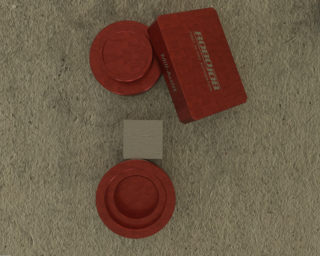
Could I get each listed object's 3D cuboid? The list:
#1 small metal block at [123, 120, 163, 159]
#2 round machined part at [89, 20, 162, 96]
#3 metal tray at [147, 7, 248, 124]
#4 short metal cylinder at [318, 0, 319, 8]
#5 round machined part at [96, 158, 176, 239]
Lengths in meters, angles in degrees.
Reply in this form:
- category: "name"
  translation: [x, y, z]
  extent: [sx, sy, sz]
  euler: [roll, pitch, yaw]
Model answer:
- category: "small metal block"
  translation: [-0.022, 0.015, 0.409]
  extent: [0.050, 0.025, 0.050]
  euler: [1, 89, -1]
- category: "round machined part"
  translation: [-0.043, -0.091, 0.401]
  extent: [0.099, 0.042, 0.097]
  euler: [0, 90, -1]
- category: "metal tray"
  translation: [0.048, -0.079, 0.389]
  extent: [0.091, 0.030, 0.129]
  euler: [-20, 90, -27]
- category: "short metal cylinder"
  translation: [0.246, -0.159, 0.386]
  extent: [0.080, 0.080, 0.050]
  euler: [-17, 90, 0]
- category: "round machined part"
  translation: [-0.030, 0.088, 0.401]
  extent: [0.099, 0.042, 0.097]
  euler: [0, 90, -1]
